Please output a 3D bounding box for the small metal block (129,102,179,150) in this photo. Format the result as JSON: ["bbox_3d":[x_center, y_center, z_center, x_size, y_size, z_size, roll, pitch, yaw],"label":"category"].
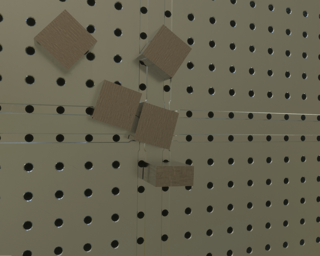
[{"bbox_3d":[-0.008,-0.002,0.411,0.050,0.025,0.050,17,84,-20],"label":"small metal block"}]

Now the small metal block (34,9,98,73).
[{"bbox_3d":[-0.113,-0.103,0.371,0.050,0.025,0.050,44,76,-15],"label":"small metal block"}]

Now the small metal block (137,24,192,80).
[{"bbox_3d":[0.006,-0.100,0.416,0.050,0.025,0.050,36,78,-17],"label":"small metal block"}]

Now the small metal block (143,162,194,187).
[{"bbox_3d":[0.010,0.059,0.404,0.050,0.050,0.025,3,89,-20],"label":"small metal block"}]

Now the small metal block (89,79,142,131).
[{"bbox_3d":[-0.056,-0.028,0.392,0.050,0.025,0.050,19,84,-20],"label":"small metal block"}]
